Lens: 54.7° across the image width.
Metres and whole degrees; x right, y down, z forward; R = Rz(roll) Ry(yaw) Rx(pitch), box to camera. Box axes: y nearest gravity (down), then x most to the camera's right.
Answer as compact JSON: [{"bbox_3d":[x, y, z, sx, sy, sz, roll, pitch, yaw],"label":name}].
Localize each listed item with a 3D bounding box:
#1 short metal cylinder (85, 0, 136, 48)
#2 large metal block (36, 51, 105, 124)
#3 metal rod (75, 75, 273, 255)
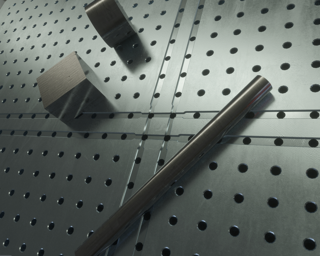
[{"bbox_3d":[-0.084,-0.185,0.531,0.050,0.080,0.080,-30,52,9],"label":"short metal cylinder"},{"bbox_3d":[-0.149,-0.067,0.512,0.080,0.050,0.080,-35,51,5],"label":"large metal block"},{"bbox_3d":[0.018,0.049,0.368,0.300,0.025,0.025,-44,51,-2],"label":"metal rod"}]
